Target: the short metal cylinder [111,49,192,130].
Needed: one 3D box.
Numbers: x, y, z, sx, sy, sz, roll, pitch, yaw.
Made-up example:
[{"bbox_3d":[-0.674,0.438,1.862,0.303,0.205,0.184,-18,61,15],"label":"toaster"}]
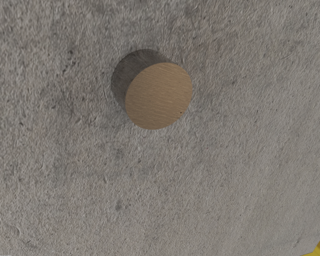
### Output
[{"bbox_3d":[-0.010,-0.045,0.357,0.081,0.050,0.079,-14,124,-21],"label":"short metal cylinder"}]
